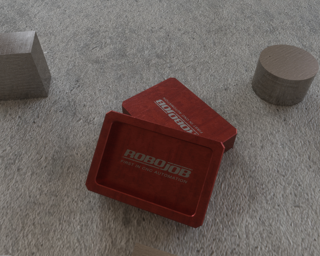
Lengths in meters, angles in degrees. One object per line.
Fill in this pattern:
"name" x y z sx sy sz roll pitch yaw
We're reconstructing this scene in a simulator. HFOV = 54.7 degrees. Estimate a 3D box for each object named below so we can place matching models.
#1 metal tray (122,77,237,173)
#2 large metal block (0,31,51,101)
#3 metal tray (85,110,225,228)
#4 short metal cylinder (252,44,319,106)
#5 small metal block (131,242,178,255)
"metal tray" 0.022 -0.005 0.405 0.091 0.030 0.130 -30 56 -23
"large metal block" -0.208 -0.086 0.438 0.081 0.080 0.050 -6 51 -5
"metal tray" -0.005 0.041 0.333 0.130 0.030 0.090 16 90 13
"short metal cylinder" 0.181 -0.078 0.454 0.081 0.050 0.080 0 50 0
"small metal block" -0.006 0.141 0.285 0.050 0.025 0.050 14 51 11
